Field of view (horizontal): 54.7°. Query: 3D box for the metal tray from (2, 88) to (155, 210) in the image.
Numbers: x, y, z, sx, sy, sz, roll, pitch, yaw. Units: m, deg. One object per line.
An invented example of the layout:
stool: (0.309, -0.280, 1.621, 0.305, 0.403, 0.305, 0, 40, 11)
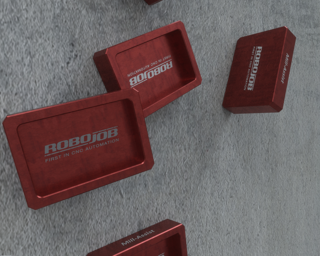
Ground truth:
metal tray: (-0.078, 0.016, 0.315, 0.131, 0.030, 0.089, -17, 101, -24)

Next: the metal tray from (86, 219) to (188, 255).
metal tray: (-0.022, 0.178, 0.382, 0.131, 0.030, 0.089, -10, 97, -39)

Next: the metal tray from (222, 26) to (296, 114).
metal tray: (0.156, -0.089, 0.492, 0.030, 0.090, 0.130, 25, 74, -37)

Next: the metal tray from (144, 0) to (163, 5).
metal tray: (-0.007, -0.237, 0.394, 0.090, 0.030, 0.130, 37, 67, -34)

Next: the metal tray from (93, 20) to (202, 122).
metal tray: (-0.009, -0.074, 0.393, 0.131, 0.030, 0.090, -33, 111, -35)
